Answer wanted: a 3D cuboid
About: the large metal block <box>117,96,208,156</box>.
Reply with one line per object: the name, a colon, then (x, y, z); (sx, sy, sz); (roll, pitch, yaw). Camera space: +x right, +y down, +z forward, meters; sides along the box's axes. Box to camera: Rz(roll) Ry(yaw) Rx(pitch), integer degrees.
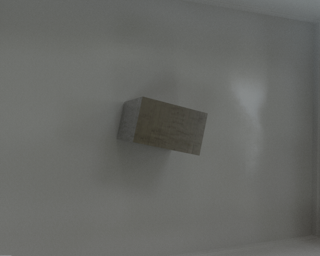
large metal block: (-0.001, -0.001, 0.380); (0.081, 0.080, 0.050); (13, 86, -20)
